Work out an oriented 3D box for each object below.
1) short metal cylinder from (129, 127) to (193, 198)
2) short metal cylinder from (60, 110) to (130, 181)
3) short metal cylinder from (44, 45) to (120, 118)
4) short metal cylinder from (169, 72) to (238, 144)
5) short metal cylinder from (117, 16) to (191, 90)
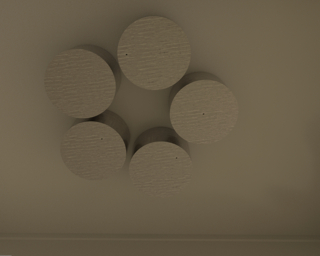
[{"bbox_3d":[0.001,0.045,0.412,0.081,0.050,0.079,0,110,0],"label":"short metal cylinder"},{"bbox_3d":[-0.082,0.021,0.403,0.081,0.050,0.079,0,110,0],"label":"short metal cylinder"},{"bbox_3d":[-0.090,-0.057,0.374,0.081,0.050,0.079,0,110,0],"label":"short metal cylinder"},{"bbox_3d":[0.052,-0.026,0.387,0.081,0.050,0.079,0,110,0],"label":"short metal cylinder"},{"bbox_3d":[-0.006,-0.089,0.363,0.081,0.050,0.079,0,110,0],"label":"short metal cylinder"}]
